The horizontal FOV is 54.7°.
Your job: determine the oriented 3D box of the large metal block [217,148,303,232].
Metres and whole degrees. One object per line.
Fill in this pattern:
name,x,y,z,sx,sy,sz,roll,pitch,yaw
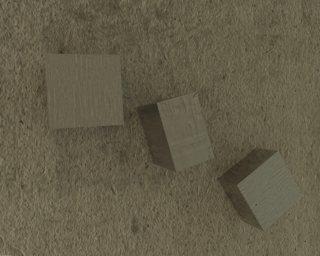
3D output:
large metal block,0.145,0.086,0.449,0.080,0.050,0.080,-35,102,-17

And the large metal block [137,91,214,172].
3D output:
large metal block,0.016,0.003,0.386,0.050,0.080,0.080,-18,96,-19

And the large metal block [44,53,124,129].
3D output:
large metal block,-0.090,-0.041,0.362,0.081,0.050,0.079,-4,91,-20
